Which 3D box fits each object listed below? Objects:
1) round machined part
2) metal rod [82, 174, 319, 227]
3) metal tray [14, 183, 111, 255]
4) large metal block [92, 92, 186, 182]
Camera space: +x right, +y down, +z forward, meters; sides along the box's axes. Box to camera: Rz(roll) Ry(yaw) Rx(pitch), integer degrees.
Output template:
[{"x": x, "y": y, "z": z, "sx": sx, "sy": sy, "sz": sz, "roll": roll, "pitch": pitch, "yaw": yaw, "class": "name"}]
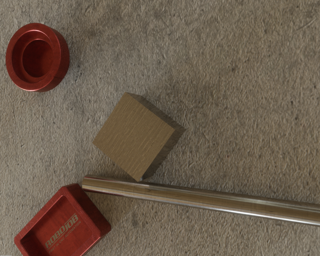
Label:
[{"x": -0.176, "y": -0.102, "z": 0.462, "sx": 0.098, "sy": 0.042, "sz": 0.097, "roll": 0, "pitch": 90, "yaw": 20, "class": "round machined part"}, {"x": 0.037, "y": 0.088, "z": 0.395, "sx": 0.301, "sy": 0.025, "sz": 0.025, "roll": 4, "pitch": 91, "yaw": 19, "class": "metal rod"}, {"x": -0.146, "y": 0.157, "z": 0.457, "sx": 0.130, "sy": 0.030, "sz": 0.090, "roll": -46, "pitch": 76, "yaw": 14, "class": "metal tray"}, {"x": -0.027, "y": 0.010, "z": 0.405, "sx": 0.080, "sy": 0.050, "sz": 0.080, "roll": 38, "pitch": 102, "yaw": 16, "class": "large metal block"}]
